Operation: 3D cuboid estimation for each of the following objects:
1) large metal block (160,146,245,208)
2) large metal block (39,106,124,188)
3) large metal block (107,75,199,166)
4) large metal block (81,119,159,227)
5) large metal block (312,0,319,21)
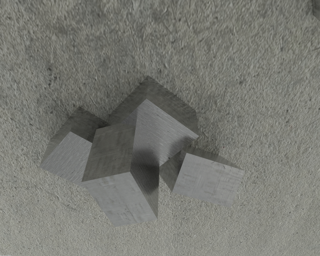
[{"bbox_3d":[0.051,0.057,0.411,0.081,0.080,0.050,18,95,-16],"label":"large metal block"},{"bbox_3d":[-0.099,0.030,0.416,0.080,0.050,0.080,32,123,-25],"label":"large metal block"},{"bbox_3d":[-0.010,-0.004,0.386,0.080,0.050,0.080,35,122,-24],"label":"large metal block"},{"bbox_3d":[-0.038,0.050,0.347,0.050,0.080,0.080,-14,128,12],"label":"large metal block"},{"bbox_3d":[0.181,-0.142,0.271,0.080,0.050,0.080,-19,128,15],"label":"large metal block"}]
